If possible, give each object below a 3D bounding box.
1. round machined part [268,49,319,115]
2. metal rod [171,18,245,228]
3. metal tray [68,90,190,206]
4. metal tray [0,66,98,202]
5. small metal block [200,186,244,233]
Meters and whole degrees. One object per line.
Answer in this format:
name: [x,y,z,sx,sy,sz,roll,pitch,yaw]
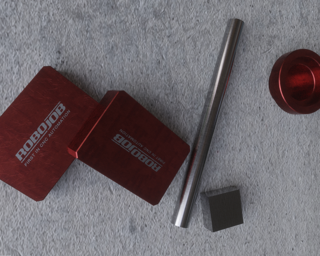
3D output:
round machined part: [0.210,-0.069,0.479,0.099,0.042,0.097,0,90,-21]
metal rod: [0.069,-0.011,0.435,0.025,0.025,0.299,19,84,-20]
metal tray: [-0.032,0.026,0.377,0.130,0.030,0.090,40,75,-31]
metal tray: [-0.134,0.006,0.357,0.090,0.030,0.130,39,77,-16]
small metal block: [0.088,0.115,0.443,0.050,0.025,0.050,-9,93,-20]
